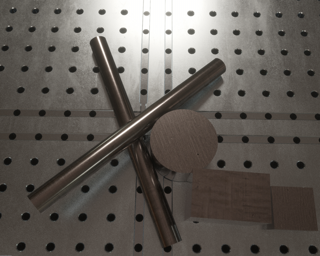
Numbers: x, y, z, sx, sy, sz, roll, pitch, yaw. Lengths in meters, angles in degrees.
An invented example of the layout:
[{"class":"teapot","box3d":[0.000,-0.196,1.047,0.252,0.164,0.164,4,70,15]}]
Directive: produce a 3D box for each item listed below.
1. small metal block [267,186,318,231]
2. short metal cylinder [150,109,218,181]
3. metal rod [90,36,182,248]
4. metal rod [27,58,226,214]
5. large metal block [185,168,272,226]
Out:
[{"class":"small metal block","box3d":[0.159,0.099,0.378,0.050,0.025,0.050,2,70,0]},{"class":"short metal cylinder","box3d":[0.028,0.023,0.389,0.081,0.050,0.080,1,69,-2]},{"class":"metal rod","box3d":[-0.039,0.004,0.409,0.025,0.025,0.299,-19,71,-7]},{"class":"metal rod","box3d":[-0.024,-0.004,0.387,0.302,0.025,0.025,-38,75,-23]},{"class":"large metal block","box3d":[0.073,0.082,0.354,0.081,0.080,0.050,4,70,1]}]
